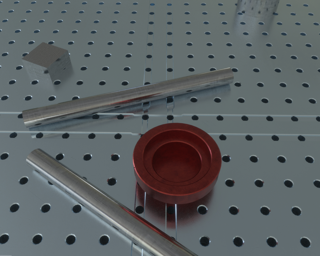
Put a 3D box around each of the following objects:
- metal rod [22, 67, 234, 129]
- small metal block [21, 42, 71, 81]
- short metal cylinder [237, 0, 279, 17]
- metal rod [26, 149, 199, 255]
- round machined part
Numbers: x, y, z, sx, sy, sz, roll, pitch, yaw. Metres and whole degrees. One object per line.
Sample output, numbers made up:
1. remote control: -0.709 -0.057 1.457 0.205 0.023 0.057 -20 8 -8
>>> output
1. metal rod: -0.037 -0.046 0.445 0.302 0.025 0.025 -14 52 -12
2. small metal block: -0.181 -0.108 0.497 0.050 0.025 0.050 21 53 16
3. short metal cylinder: 0.198 -0.263 0.614 0.080 0.050 0.080 0 50 0
4. metal rod: -0.028 0.102 0.321 0.300 0.025 0.025 28 56 21
5. round machined part: 0.019 0.044 0.360 0.099 0.042 0.098 0 50 0
